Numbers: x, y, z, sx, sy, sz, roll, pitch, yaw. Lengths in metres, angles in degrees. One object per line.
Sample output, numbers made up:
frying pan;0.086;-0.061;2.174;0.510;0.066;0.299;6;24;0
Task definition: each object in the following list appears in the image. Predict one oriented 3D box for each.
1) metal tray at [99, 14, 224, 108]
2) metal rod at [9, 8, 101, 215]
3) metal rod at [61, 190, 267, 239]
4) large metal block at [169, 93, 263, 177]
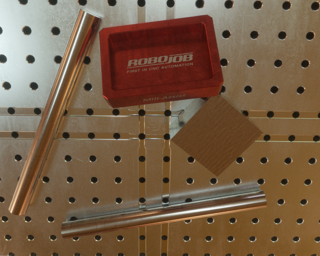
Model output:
metal tray;0.000;-0.076;0.357;0.131;0.030;0.090;-7;74;2
metal rod;-0.145;-0.007;0.408;0.025;0.025;0.298;24;108;-9
metal rod;0.004;0.129;0.461;0.302;0.025;0.025;-10;110;3
large metal block;0.069;0.002;0.402;0.080;0.050;0.080;39;105;-14
